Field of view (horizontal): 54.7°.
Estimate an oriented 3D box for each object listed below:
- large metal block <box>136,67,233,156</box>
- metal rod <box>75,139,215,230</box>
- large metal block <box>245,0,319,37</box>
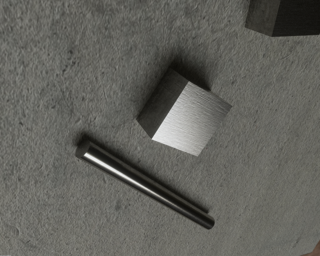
[{"bbox_3d":[0.031,-0.019,0.396,0.080,0.050,0.080,23,106,-37],"label":"large metal block"},{"bbox_3d":[-0.002,0.098,0.466,0.025,0.025,0.301,-47,129,5],"label":"metal rod"},{"bbox_3d":[0.160,-0.159,0.380,0.081,0.050,0.079,-10,123,-24],"label":"large metal block"}]
